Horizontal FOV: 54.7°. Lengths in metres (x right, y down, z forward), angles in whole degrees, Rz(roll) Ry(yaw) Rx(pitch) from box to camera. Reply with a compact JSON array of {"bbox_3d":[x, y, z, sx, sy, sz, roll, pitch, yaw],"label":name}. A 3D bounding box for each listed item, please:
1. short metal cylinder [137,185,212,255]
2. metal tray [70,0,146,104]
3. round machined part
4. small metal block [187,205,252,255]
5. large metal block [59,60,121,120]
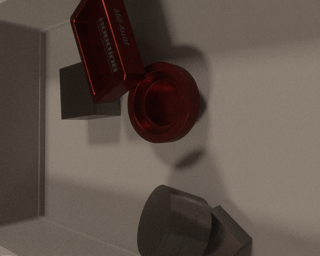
[{"bbox_3d":[0.014,0.111,0.353,0.080,0.050,0.080,-53,23,36],"label":"short metal cylinder"},{"bbox_3d":[-0.071,-0.106,0.398,0.090,0.030,0.129,-27,78,50],"label":"metal tray"},{"bbox_3d":[0.009,-0.031,0.387,0.098,0.042,0.097,0,90,39],"label":"round machined part"},{"bbox_3d":[0.066,0.126,0.351,0.050,0.025,0.050,45,117,30],"label":"small metal block"},{"bbox_3d":[-0.109,-0.056,0.478,0.080,0.050,0.080,-5,87,39],"label":"large metal block"}]
